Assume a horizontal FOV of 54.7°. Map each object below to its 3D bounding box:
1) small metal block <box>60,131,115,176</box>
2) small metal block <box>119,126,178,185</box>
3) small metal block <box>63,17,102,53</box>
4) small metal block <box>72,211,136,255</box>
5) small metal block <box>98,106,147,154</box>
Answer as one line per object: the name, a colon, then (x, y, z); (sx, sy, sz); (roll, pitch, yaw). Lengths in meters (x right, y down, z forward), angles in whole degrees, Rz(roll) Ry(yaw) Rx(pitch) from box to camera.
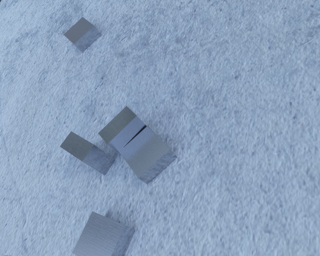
small metal block: (-0.097, 0.034, 0.416); (0.050, 0.050, 0.025); (24, 75, 36)
small metal block: (-0.015, 0.034, 0.390); (0.050, 0.025, 0.050); (-42, 51, -1)
small metal block: (-0.147, -0.177, 0.587); (0.050, 0.025, 0.050); (-45, 51, -3)
small metal block: (-0.064, 0.130, 0.356); (0.050, 0.025, 0.050); (12, 67, 32)
small metal block: (-0.043, 0.008, 0.404); (0.050, 0.050, 0.025); (-45, 51, -3)
